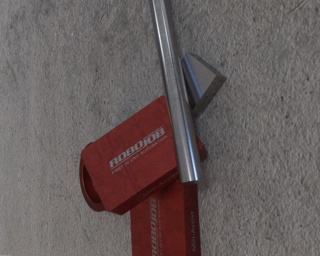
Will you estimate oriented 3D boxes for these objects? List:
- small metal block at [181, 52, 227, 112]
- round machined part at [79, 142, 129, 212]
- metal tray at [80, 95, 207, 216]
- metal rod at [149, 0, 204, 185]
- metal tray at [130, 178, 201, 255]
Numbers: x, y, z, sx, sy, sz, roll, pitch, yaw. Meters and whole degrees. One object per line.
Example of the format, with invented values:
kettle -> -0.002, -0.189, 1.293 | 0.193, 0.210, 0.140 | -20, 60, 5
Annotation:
small metal block -> 0.042, -0.054, 0.369 | 0.050, 0.025, 0.050 | 46, 117, 29
round machined part -> -0.076, 0.068, 0.446 | 0.098, 0.042, 0.097 | 2, 92, 51
metal tray -> -0.021, 0.031, 0.373 | 0.130, 0.030, 0.090 | -34, 60, 2
metal rod -> 0.011, -0.084, 0.364 | 0.025, 0.025, 0.299 | -24, 66, 37
metal tray -> 0.005, 0.126, 0.396 | 0.090, 0.030, 0.129 | -5, 87, 39
